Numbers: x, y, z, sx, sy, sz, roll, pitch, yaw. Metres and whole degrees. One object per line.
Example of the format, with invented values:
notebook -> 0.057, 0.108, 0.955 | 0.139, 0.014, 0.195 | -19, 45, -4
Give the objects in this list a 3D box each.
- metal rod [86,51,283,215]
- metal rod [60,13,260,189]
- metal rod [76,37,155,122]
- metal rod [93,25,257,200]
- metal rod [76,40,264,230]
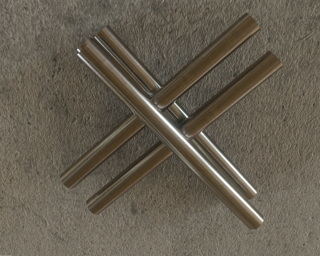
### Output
metal rod -> 0.021, 0.014, 0.390 | 0.300, 0.025, 0.025 | -40, 106, 13
metal rod -> -0.010, -0.024, 0.375 | 0.300, 0.025, 0.025 | -40, 106, 13
metal rod -> 0.008, 0.004, 0.412 | 0.025, 0.025, 0.300 | -40, 106, 13
metal rod -> 0.029, -0.010, 0.408 | 0.025, 0.025, 0.300 | -40, 106, 13
metal rod -> 0.023, 0.019, 0.365 | 0.025, 0.025, 0.300 | -41, 106, 13
